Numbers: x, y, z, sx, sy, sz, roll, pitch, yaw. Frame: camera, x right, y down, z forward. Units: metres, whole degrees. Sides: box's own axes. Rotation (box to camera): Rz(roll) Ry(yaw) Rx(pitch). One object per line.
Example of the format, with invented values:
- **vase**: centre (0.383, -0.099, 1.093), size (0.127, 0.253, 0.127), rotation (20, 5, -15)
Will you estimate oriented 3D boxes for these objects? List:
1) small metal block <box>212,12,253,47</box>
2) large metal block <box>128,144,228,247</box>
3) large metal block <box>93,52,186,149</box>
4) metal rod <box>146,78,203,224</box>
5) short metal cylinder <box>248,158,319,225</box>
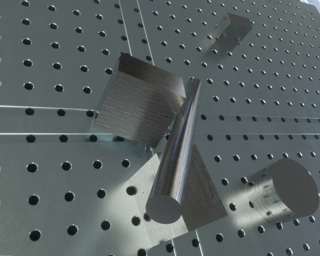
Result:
- **small metal block**: centre (0.134, -0.183, 0.579), size (0.050, 0.050, 0.025), rotation (4, 60, -27)
- **large metal block**: centre (0.015, 0.074, 0.337), size (0.050, 0.080, 0.080), rotation (-10, 67, -33)
- **large metal block**: centre (-0.026, -0.032, 0.372), size (0.080, 0.079, 0.050), rotation (20, 32, -17)
- **metal rod**: centre (0.028, -0.005, 0.347), size (0.025, 0.025, 0.301), rotation (35, 25, -6)
- **short metal cylinder**: centre (0.171, 0.089, 0.433), size (0.081, 0.050, 0.080), rotation (14, 56, -21)
